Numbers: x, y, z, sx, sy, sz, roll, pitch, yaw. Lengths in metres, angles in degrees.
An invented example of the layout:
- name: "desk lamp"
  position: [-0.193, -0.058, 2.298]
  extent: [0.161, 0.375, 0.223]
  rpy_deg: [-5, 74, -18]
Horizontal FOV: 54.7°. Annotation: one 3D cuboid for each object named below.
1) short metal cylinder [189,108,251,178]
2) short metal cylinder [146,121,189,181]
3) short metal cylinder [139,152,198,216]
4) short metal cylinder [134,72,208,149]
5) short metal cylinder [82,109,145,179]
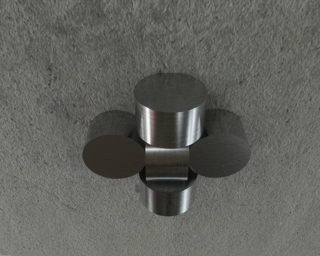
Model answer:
- name: "short metal cylinder"
  position: [0.074, 0.021, 0.410]
  extent: [0.080, 0.050, 0.079]
  rpy_deg: [0, 131, 0]
- name: "short metal cylinder"
  position: [0.008, 0.028, 0.397]
  extent: [0.050, 0.080, 0.079]
  rpy_deg: [0, 130, 0]
- name: "short metal cylinder"
  position: [0.011, 0.077, 0.439]
  extent: [0.081, 0.080, 0.050]
  rpy_deg: [0, 130, 0]
- name: "short metal cylinder"
  position: [0.012, -0.022, 0.354]
  extent: [0.081, 0.080, 0.050]
  rpy_deg: [0, 130, 0]
- name: "short metal cylinder"
  position: [-0.058, 0.022, 0.410]
  extent: [0.081, 0.050, 0.079]
  rpy_deg: [-1, 130, -1]
